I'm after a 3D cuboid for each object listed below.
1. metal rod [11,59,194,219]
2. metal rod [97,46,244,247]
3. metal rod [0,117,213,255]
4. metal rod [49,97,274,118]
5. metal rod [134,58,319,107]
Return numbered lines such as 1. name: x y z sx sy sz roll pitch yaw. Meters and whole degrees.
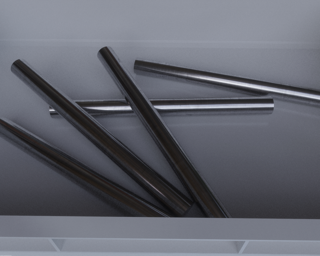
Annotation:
1. metal rod: -0.083 0.002 0.379 0.300 0.025 0.025 38 59 19
2. metal rod: -0.002 0.003 0.378 0.025 0.025 0.299 -25 62 -19
3. metal rod: -0.081 0.059 0.354 0.301 0.025 0.025 26 55 20
4. metal rod: 0.003 -0.029 0.428 0.302 0.025 0.025 -1 50 -1
5. metal rod: 0.108 -0.068 0.462 0.301 0.025 0.025 12 51 9
